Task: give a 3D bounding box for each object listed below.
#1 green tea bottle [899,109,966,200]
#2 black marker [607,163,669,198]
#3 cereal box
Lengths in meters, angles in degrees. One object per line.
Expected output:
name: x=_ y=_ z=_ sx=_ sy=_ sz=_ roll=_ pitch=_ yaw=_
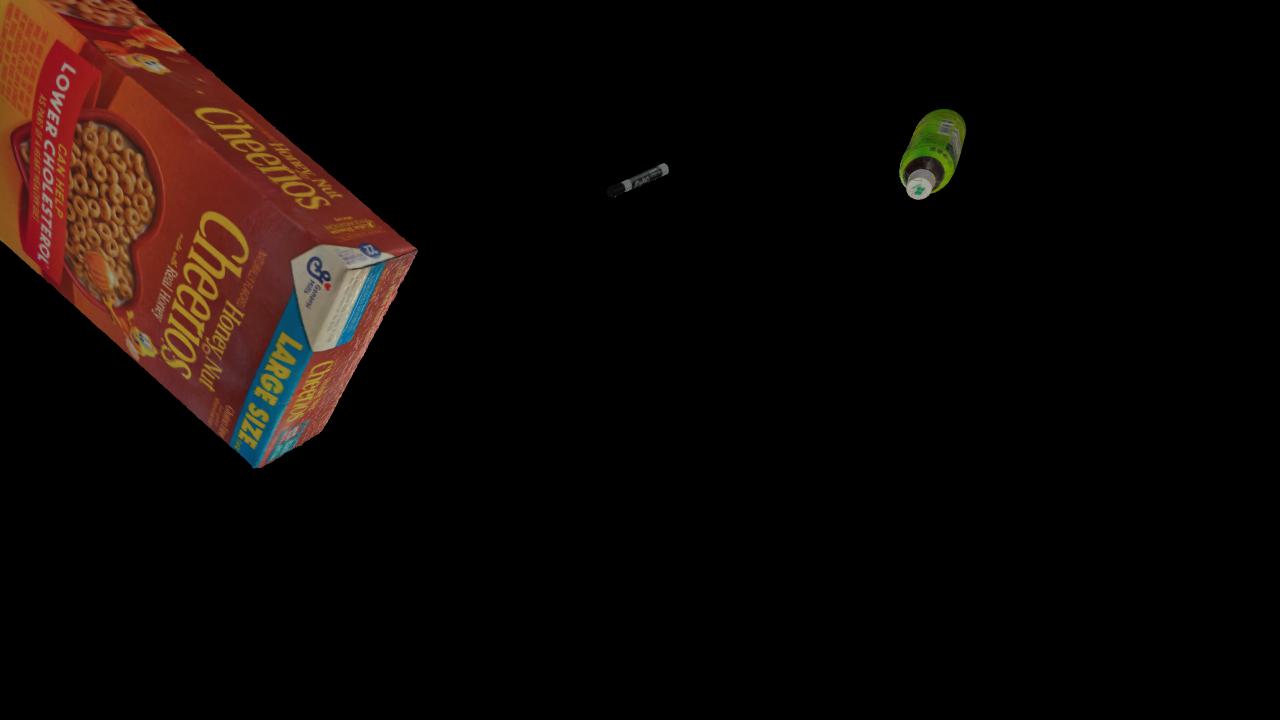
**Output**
green tea bottle: x=0.400 y=-0.279 z=0.845 sx=0.073 sy=0.073 sz=0.212 roll=0 pitch=35 yaw=34
black marker: x=-0.004 y=-0.286 z=0.981 sx=0.121 sy=0.020 sz=0.020 roll=-32 pitch=16 yaw=-28
cereal box: x=-0.331 y=-0.094 z=0.446 sx=0.306 sy=0.203 sz=0.081 roll=42 pitch=28 yaw=2
